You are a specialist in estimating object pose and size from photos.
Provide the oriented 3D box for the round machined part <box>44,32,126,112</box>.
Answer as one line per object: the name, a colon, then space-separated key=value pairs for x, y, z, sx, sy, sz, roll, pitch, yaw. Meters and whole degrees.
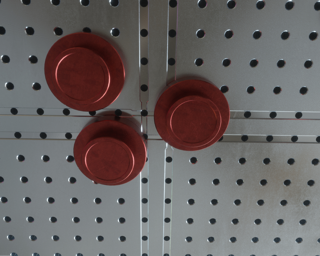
round machined part: x=-0.092 y=-0.066 z=0.379 sx=0.099 sy=0.042 sz=0.097 roll=0 pitch=110 yaw=0

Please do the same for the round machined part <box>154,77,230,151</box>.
round machined part: x=0.041 y=-0.014 z=0.399 sx=0.099 sy=0.042 sz=0.097 roll=0 pitch=110 yaw=0

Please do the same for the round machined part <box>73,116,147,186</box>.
round machined part: x=-0.068 y=0.036 z=0.417 sx=0.099 sy=0.042 sz=0.097 roll=0 pitch=110 yaw=0
